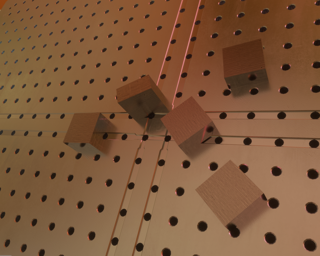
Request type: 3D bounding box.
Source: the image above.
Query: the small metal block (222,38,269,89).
[{"bbox_3d":[0.110,-0.083,0.402,0.050,0.025,0.050,-10,57,23],"label":"small metal block"}]

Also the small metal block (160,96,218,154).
[{"bbox_3d":[0.036,-0.004,0.393,0.050,0.025,0.050,-36,51,4],"label":"small metal block"}]

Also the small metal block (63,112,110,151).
[{"bbox_3d":[-0.110,0.005,0.464,0.050,0.025,0.050,0,62,28],"label":"small metal block"}]

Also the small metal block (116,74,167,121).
[{"bbox_3d":[-0.025,-0.041,0.431,0.050,0.050,0.025,-22,54,15],"label":"small metal block"}]

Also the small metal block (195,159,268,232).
[{"bbox_3d":[0.075,0.071,0.326,0.050,0.025,0.050,-41,51,0],"label":"small metal block"}]
